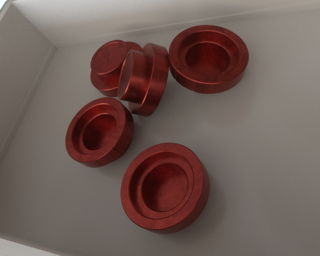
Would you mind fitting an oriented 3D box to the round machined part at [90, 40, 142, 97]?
[{"bbox_3d":[-0.071,-0.101,0.494,0.098,0.042,0.098,-13,56,21],"label":"round machined part"}]

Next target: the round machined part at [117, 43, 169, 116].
[{"bbox_3d":[-0.027,-0.067,0.416,0.098,0.042,0.097,-168,90,-69],"label":"round machined part"}]

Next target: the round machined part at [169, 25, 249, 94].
[{"bbox_3d":[0.060,-0.083,0.399,0.099,0.042,0.098,0,60,1],"label":"round machined part"}]

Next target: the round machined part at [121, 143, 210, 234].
[{"bbox_3d":[0.009,0.069,0.348,0.098,0.042,0.098,-13,56,21],"label":"round machined part"}]

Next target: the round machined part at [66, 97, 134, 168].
[{"bbox_3d":[-0.078,0.010,0.429,0.098,0.042,0.098,-14,57,22],"label":"round machined part"}]
